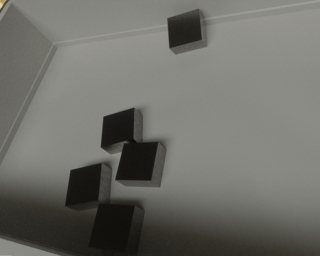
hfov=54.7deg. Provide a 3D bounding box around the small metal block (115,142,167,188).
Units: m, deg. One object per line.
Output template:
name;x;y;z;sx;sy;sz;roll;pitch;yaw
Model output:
small metal block;-0.023;0.046;0.390;0.050;0.025;0.050;-4;60;26

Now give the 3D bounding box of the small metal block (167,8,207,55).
small metal block;0.040;-0.143;0.463;0.050;0.025;0.050;-9;76;23

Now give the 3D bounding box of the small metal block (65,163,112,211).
small metal block;-0.093;0.078;0.407;0.050;0.025;0.050;-14;56;20

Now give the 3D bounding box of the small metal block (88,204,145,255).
small metal block;-0.050;0.117;0.360;0.050;0.025;0.050;-4;60;26

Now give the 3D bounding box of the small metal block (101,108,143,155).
small metal block;-0.052;0.005;0.430;0.050;0.025;0.050;-15;56;20
